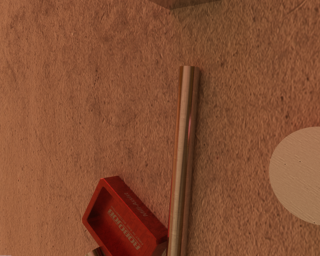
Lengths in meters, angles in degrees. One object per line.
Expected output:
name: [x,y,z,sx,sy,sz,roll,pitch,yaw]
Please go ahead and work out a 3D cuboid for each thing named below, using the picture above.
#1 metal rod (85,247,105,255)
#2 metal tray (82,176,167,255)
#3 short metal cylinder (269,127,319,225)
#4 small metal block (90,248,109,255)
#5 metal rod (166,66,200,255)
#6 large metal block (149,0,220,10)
metal rod: [-0.023,0.302,0.409,0.025,0.025,0.299,-43,69,31]
metal tray: [-0.053,0.142,0.442,0.130,0.030,0.089,40,114,32]
short metal cylinder: [0.144,0.038,0.269,0.080,0.050,0.079,0,90,39]
small metal block: [-0.097,0.225,0.482,0.050,0.025,0.050,-46,63,30]
metal rod: [0.026,0.075,0.382,0.025,0.025,0.298,6,94,39]
large metal block: [0.030,-0.192,0.363,0.080,0.050,0.079,7,94,39]
